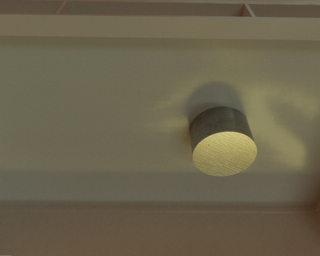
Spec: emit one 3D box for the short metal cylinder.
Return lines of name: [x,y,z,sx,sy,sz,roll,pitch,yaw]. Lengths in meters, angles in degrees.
short metal cylinder: [0.081,0.018,0.409,0.080,0.050,0.080,0,130,0]
